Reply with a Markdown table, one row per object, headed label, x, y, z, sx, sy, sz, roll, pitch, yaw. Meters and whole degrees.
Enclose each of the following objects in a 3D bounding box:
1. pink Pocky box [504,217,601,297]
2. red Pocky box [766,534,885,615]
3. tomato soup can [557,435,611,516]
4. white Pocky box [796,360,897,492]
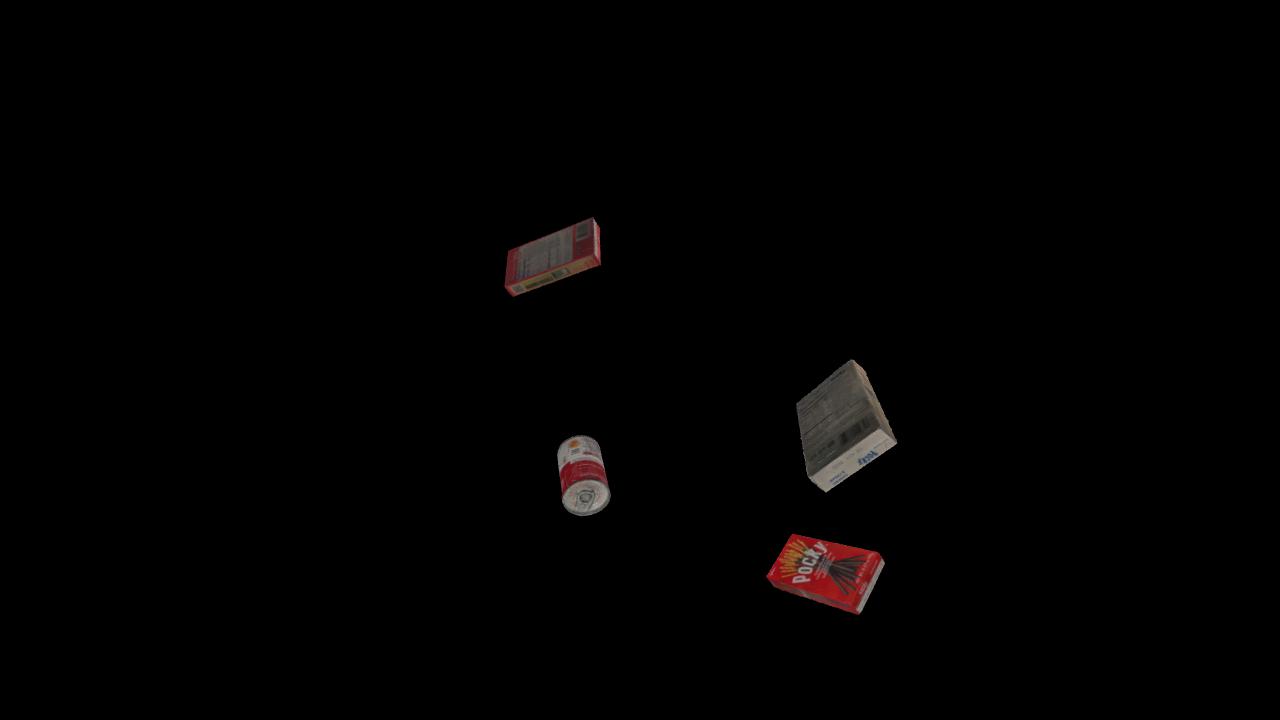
| label | x | y | z | sx | sy | sz | roll | pitch | yaw |
| --- | --- | --- | --- | --- | --- | --- | --- | --- | --- |
| pink Pocky box | -0.134 | -0.158 | 0.944 | 0.155 | 0.084 | 0.029 | -18 | -40 | 16 |
| red Pocky box | 0.253 | 0.293 | 0.854 | 0.083 | 0.028 | 0.155 | -51 | 21 | -25 |
| tomato soup can | -0.083 | 0.164 | 0.888 | 0.068 | 0.068 | 0.101 | 0 | 32 | -13 |
| white Pocky box | 0.202 | 0.062 | 0.623 | 0.084 | 0.028 | 0.154 | -44 | 10 | 23 |
